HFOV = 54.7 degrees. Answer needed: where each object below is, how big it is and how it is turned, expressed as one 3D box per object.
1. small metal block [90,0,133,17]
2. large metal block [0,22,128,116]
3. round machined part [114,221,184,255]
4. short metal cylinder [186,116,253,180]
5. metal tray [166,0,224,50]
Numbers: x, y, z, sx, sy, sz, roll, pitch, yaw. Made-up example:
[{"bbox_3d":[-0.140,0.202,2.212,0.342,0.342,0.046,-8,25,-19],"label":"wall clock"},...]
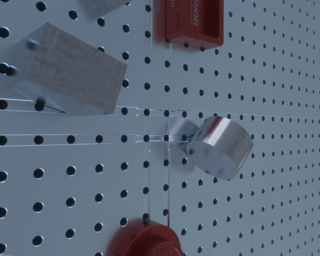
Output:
[{"bbox_3d":[-0.059,-0.165,0.360,0.050,0.025,0.050,-42,116,-32],"label":"small metal block"},{"bbox_3d":[-0.092,-0.049,0.296,0.080,0.080,0.050,23,76,-38],"label":"large metal block"},{"bbox_3d":[-0.008,0.172,0.392,0.099,0.042,0.097,0,90,-40],"label":"round machined part"},{"bbox_3d":[0.085,0.029,0.445,0.050,0.080,0.080,-51,120,-28],"label":"short metal cylinder"},{"bbox_3d":[0.052,-0.187,0.448,0.091,0.030,0.129,0,90,-40],"label":"metal tray"}]
